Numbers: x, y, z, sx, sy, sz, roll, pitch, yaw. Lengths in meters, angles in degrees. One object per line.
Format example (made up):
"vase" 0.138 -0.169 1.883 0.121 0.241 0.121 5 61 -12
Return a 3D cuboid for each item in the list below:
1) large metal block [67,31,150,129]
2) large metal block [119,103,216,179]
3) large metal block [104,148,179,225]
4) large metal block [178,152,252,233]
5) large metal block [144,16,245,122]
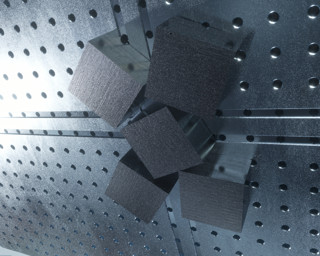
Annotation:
"large metal block" -0.058 -0.060 0.389 0.080 0.050 0.080 39 130 2
"large metal block" 0.011 0.010 0.395 0.080 0.050 0.080 -25 105 37
"large metal block" -0.026 0.082 0.458 0.080 0.050 0.080 33 129 7
"large metal block" 0.073 0.081 0.407 0.080 0.050 0.080 8 122 23
"large metal block" 0.035 -0.065 0.335 0.080 0.050 0.079 21 127 12
